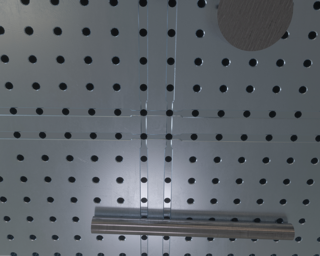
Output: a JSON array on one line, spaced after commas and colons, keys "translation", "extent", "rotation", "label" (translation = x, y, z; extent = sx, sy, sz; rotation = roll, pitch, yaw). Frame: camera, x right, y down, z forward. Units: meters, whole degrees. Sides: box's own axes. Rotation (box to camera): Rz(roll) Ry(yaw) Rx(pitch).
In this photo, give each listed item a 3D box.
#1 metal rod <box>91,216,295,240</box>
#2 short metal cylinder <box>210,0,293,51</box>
[{"translation": [0.050, 0.152, 0.469], "extent": [0.302, 0.025, 0.025], "rotation": [2, 110, -1], "label": "metal rod"}, {"translation": [0.101, -0.131, 0.353], "extent": [0.081, 0.050, 0.079], "rotation": [0, 110, 0], "label": "short metal cylinder"}]
